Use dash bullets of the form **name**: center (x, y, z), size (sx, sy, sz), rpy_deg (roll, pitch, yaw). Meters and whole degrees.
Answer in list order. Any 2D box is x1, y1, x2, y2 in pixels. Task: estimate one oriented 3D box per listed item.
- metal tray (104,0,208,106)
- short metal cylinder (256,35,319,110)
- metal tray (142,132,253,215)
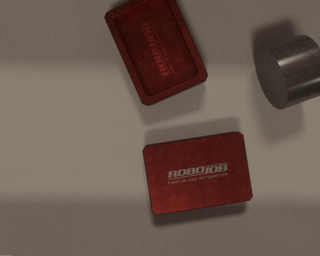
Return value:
- **metal tray**: center (-0.004, -0.104, 0.402), size (0.090, 0.030, 0.129), rpy_deg (-24, 90, 8)
- **short metal cylinder**: center (0.161, -0.069, 0.386), size (0.050, 0.080, 0.080), rpy_deg (-20, 90, 0)
- **metal tray**: center (0.048, 0.058, 0.410), size (0.131, 0.030, 0.089), rpy_deg (-9, 90, -1)
